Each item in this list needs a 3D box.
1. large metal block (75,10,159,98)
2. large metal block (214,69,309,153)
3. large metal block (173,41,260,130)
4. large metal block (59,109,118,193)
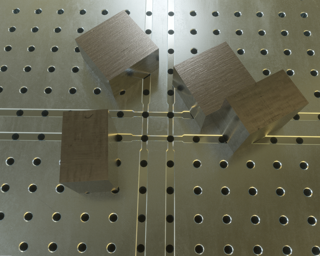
[{"bbox_3d":[-0.058,-0.104,0.436,0.080,0.050,0.080,-36,74,-12],"label":"large metal block"},{"bbox_3d":[0.122,-0.018,0.390,0.080,0.080,0.050,-27,73,-9],"label":"large metal block"},{"bbox_3d":[0.072,-0.057,0.420,0.080,0.050,0.080,-27,72,-9],"label":"large metal block"},{"bbox_3d":[-0.081,0.031,0.371,0.050,0.080,0.080,-3,70,-1],"label":"large metal block"}]
